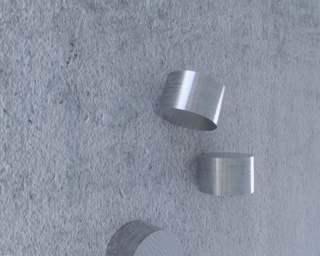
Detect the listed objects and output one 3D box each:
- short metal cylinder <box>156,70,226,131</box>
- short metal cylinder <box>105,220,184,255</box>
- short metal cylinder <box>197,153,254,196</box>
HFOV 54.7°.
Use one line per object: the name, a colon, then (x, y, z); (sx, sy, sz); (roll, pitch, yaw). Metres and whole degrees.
short metal cylinder: (0.040, -0.033, 0.403); (0.080, 0.080, 0.050); (27, 73, -37)
short metal cylinder: (-0.018, 0.157, 0.374); (0.081, 0.050, 0.080); (0, 90, -40)
short metal cylinder: (0.095, 0.064, 0.448); (0.081, 0.080, 0.050); (-1, 91, -40)
